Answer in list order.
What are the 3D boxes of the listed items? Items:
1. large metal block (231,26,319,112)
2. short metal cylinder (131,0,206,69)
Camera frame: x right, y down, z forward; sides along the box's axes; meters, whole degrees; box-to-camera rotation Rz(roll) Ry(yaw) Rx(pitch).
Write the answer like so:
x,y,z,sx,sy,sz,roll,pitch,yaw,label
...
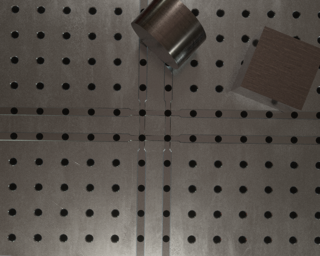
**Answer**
x,y,z,sx,sy,sz,roll,pitch,yaw,label
0.150,-0.073,0.403,0.080,0.050,0.080,22,90,-1,large metal block
0.011,-0.119,0.386,0.080,0.080,0.050,43,90,-1,short metal cylinder
